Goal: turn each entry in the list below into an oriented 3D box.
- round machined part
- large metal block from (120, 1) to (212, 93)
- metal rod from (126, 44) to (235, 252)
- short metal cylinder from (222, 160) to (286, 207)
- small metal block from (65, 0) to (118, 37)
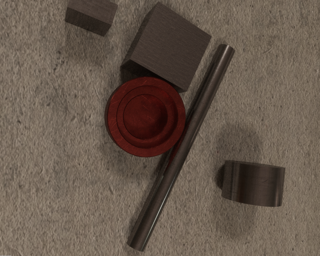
[{"bbox_3d":[-0.021,-0.014,0.391,0.099,0.042,0.097,-2,95,-19],"label":"round machined part"},{"bbox_3d":[0.007,-0.098,0.399,0.080,0.050,0.080,27,81,-18],"label":"large metal block"},{"bbox_3d":[0.032,0.020,0.422,0.025,0.025,0.299,29,80,-18],"label":"metal rod"},{"bbox_3d":[0.129,0.075,0.429,0.081,0.080,0.050,7,88,-20],"label":"short metal cylinder"},{"bbox_3d":[-0.082,-0.135,0.366,0.050,0.050,0.025,17,84,-20],"label":"small metal block"}]
